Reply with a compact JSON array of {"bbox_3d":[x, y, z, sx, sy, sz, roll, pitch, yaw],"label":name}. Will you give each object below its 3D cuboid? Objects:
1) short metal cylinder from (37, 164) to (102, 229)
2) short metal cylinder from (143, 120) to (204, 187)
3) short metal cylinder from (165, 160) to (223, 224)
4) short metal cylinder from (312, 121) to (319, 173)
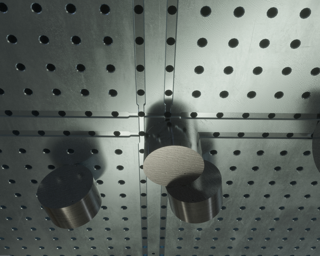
[{"bbox_3d":[-0.132,0.100,0.459,0.080,0.080,0.050,-6,130,4],"label":"short metal cylinder"},{"bbox_3d":[0.018,0.036,0.426,0.081,0.050,0.079,-1,130,0],"label":"short metal cylinder"},{"bbox_3d":[0.051,0.091,0.454,0.080,0.080,0.050,-7,130,6],"label":"short metal cylinder"},{"bbox_3d":[0.242,0.026,0.401,0.050,0.080,0.079,0,130,0],"label":"short metal cylinder"}]
